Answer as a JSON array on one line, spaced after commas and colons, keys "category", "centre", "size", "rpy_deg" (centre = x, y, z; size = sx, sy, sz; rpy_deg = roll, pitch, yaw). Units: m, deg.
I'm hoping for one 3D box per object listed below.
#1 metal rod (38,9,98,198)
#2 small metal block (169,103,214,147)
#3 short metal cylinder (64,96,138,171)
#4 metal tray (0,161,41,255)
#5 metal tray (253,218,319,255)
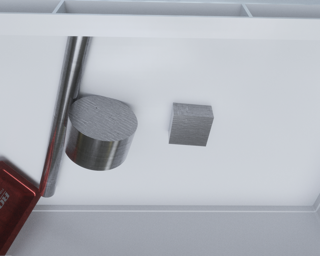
[{"category": "metal rod", "centre": [-0.127, -0.007, 0.401], "size": [0.025, 0.025, 0.298], "rpy_deg": [16, 128, -13]}, {"category": "small metal block", "centre": [0.039, -0.004, 0.406], "size": [0.050, 0.025, 0.050], "rpy_deg": [4, 130, -5]}, {"category": "short metal cylinder", "centre": [-0.073, 0.005, 0.376], "size": [0.081, 0.080, 0.050], "rpy_deg": [13, 129, -12]}, {"category": "metal tray", "centre": [-0.240, 0.123, 0.440], "size": [0.030, 0.130, 0.090], "rpy_deg": [-9, 133, 33]}, {"category": "metal tray", "centre": [0.257, 0.214, 0.595], "size": [0.131, 0.030, 0.089], "rpy_deg": [3, 130, -4]}]
